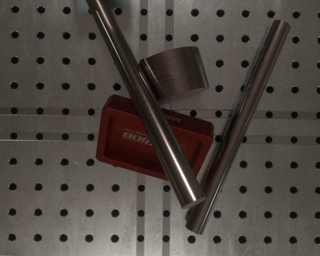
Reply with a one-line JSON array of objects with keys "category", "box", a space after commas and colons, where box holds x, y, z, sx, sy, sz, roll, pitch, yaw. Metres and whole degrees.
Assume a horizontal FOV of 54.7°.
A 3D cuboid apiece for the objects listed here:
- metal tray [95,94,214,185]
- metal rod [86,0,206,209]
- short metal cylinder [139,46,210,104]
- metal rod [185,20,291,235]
[{"category": "metal tray", "box": [-0.009, 0.018, 0.386, 0.131, 0.030, 0.089, 16, 129, -1]}, {"category": "metal rod", "box": [-0.028, -0.052, 0.352, 0.025, 0.025, 0.299, -26, 66, 0]}, {"category": "short metal cylinder", "box": [0.016, -0.063, 0.386, 0.080, 0.080, 0.050, -16, 89, 0]}, {"category": "metal rod", "box": [0.104, -0.001, 0.414, 0.025, 0.025, 0.299, 23, 90, -1]}]
